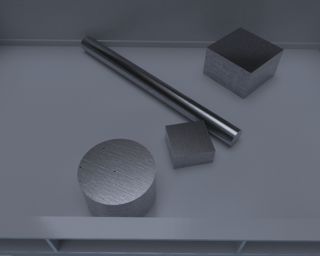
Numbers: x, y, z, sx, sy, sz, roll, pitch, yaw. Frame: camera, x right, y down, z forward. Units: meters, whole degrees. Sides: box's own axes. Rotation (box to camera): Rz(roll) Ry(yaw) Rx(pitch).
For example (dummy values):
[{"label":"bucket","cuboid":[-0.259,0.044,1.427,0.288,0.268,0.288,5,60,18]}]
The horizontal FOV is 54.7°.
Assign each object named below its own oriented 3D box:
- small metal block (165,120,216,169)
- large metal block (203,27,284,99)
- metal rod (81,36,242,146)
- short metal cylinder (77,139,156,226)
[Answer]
[{"label":"small metal block","cuboid":[0.036,0.020,0.389,0.050,0.025,0.050,-9,51,-8]},{"label":"large metal block","cuboid":[0.126,-0.102,0.476,0.080,0.050,0.080,-35,59,-26]},{"label":"metal rod","cuboid":[-0.013,-0.065,0.459,0.300,0.025,0.025,35,58,25]},{"label":"short metal cylinder","cuboid":[-0.045,0.058,0.339,0.081,0.050,0.080,0,50,0]}]
